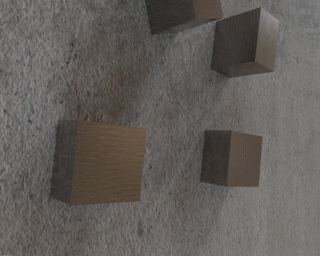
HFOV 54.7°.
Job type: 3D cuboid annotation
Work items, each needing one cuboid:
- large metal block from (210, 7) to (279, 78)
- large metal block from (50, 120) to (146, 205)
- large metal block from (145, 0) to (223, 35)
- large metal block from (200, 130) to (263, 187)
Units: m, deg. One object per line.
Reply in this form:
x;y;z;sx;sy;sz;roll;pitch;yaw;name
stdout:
0.130;-0.127;0.477;0.050;0.080;0.080;14;82;-39;large metal block
-0.065;0.036;0.334;0.081;0.050;0.080;8;85;-40;large metal block
0.026;-0.168;0.390;0.050;0.080;0.080;-19;102;-38;large metal block
0.112;0.048;0.483;0.081;0.050;0.080;10;84;-40;large metal block
